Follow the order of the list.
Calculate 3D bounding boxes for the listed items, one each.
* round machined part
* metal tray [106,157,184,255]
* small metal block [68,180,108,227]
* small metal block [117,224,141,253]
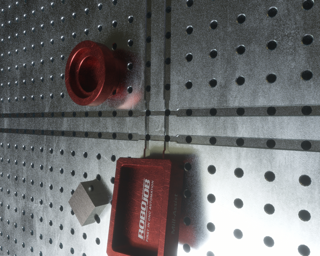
[{"bbox_3d":[-0.101,-0.082,0.479,0.098,0.042,0.097,0,90,39],"label":"round machined part"},{"bbox_3d":[-0.020,0.105,0.399,0.090,0.030,0.129,-2,78,35],"label":"metal tray"},{"bbox_3d":[-0.118,0.122,0.504,0.050,0.025,0.050,50,119,28],"label":"small metal block"},{"bbox_3d":[-0.042,0.161,0.442,0.050,0.025,0.050,26,106,36],"label":"small metal block"}]
